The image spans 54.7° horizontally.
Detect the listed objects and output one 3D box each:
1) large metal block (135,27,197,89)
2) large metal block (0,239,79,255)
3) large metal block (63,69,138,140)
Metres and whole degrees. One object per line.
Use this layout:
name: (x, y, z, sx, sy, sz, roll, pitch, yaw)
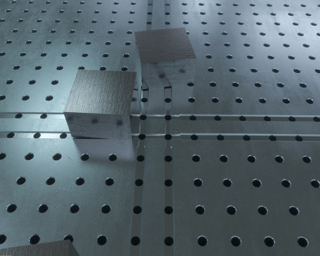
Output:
large metal block: (0.006, -0.110, 0.484, 0.081, 0.050, 0.080, -7, 51, -6)
large metal block: (-0.115, 0.149, 0.264, 0.081, 0.050, 0.080, -6, 50, -6)
large metal block: (-0.075, -0.032, 0.418, 0.080, 0.050, 0.080, 3, 50, 2)
